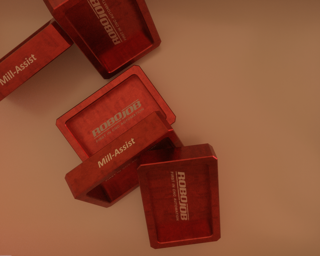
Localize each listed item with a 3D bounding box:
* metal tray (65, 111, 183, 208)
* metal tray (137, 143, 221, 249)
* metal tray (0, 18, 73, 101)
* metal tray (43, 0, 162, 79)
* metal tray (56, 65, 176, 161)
[{"bbox_3d":[-0.036,0.043,0.376,0.130,0.090,0.030,-36,64,0],"label":"metal tray"},{"bbox_3d":[0.025,0.087,0.382,0.091,0.030,0.129,-7,116,0],"label":"metal tray"},{"bbox_3d":[-0.165,-0.081,0.373,0.130,0.090,0.030,-37,118,2],"label":"metal tray"},{"bbox_3d":[-0.058,-0.121,0.358,0.090,0.130,0.030,-34,63,0],"label":"metal tray"},{"bbox_3d":[-0.056,-0.009,0.408,0.130,0.030,0.090,-35,90,0],"label":"metal tray"}]
